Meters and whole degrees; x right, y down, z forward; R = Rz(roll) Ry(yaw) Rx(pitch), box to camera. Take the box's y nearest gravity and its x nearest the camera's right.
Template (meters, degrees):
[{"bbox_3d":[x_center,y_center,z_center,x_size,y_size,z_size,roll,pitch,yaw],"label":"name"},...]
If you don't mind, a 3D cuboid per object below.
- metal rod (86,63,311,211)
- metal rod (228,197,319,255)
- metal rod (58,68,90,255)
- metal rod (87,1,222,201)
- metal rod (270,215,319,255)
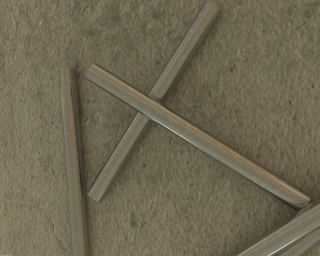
[{"bbox_3d":[0.038,0.007,0.376,0.301,0.025,0.025,32,100,9],"label":"metal rod"},{"bbox_3d":[0.140,0.117,0.342,0.299,0.025,0.025,-43,77,21],"label":"metal rod"},{"bbox_3d":[-0.124,0.063,0.451,0.025,0.025,0.298,-5,88,19],"label":"metal rod"},{"bbox_3d":[-0.012,-0.027,0.412,0.025,0.025,0.299,36,101,16],"label":"metal rod"},{"bbox_3d":[0.141,0.151,0.359,0.025,0.025,0.299,46,104,14],"label":"metal rod"}]
